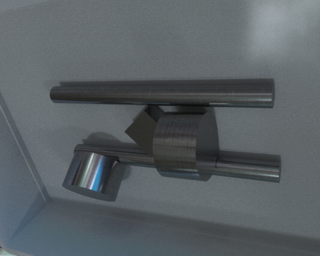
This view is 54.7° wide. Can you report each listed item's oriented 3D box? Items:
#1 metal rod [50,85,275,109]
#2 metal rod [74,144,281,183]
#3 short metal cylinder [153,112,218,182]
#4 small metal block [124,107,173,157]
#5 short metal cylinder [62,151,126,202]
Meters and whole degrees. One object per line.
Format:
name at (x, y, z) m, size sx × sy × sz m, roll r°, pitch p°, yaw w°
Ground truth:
metal rod at (-0.017, -0.041, 0.388) m, size 0.301 × 0.025 × 0.025 m, roll 3°, pitch 120°, yaw 26°
metal rod at (0.006, 0.045, 0.429) m, size 0.301 × 0.025 × 0.025 m, roll 3°, pitch 120°, yaw 26°
short metal cylinder at (0.033, 0.020, 0.366) m, size 0.050 × 0.080 × 0.079 m, roll 2°, pitch 119°, yaw 27°
small metal block at (-0.011, 0.003, 0.413) m, size 0.050 × 0.025 × 0.050 m, roll 44°, pitch 129°, yaw -3°
short metal cylinder at (-0.098, 0.074, 0.463) m, size 0.080 × 0.050 × 0.080 m, roll 13°, pitch 157°, yaw 6°
